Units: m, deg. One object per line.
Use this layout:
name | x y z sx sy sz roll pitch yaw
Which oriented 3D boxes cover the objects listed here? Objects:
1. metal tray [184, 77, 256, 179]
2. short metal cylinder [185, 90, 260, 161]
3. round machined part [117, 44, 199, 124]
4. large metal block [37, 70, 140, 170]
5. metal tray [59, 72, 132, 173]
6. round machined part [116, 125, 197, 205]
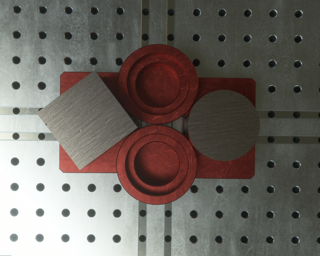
metal tray | 0.077 0.000 0.409 0.091 0.030 0.129 1 90 0
short metal cylinder | 0.071 -0.003 0.370 0.081 0.050 0.079 0 90 0
round machined part | -0.002 -0.054 0.396 0.099 0.042 0.097 0 90 0
large metal block | -0.081 -0.009 0.370 0.080 0.050 0.080 -37 90 0
metal tray | -0.083 -0.007 0.410 0.091 0.030 0.129 1 90 -2
round machined part | -0.004 0.045 0.396 0.099 0.042 0.097 0 90 0
